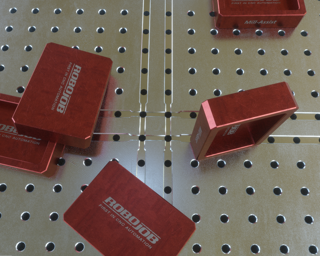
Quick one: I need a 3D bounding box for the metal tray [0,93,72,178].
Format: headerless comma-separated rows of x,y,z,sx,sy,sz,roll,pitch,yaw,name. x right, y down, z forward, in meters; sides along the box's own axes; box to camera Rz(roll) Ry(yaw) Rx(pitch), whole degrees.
-0.192,0.006,0.404,0.131,0.030,0.090,12,70,4,metal tray

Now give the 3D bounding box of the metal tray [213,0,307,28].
0.151,-0.203,0.484,0.131,0.030,0.090,-1,70,-1,metal tray

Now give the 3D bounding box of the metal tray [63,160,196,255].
-0.035,0.112,0.368,0.130,0.030,0.090,36,74,12,metal tray

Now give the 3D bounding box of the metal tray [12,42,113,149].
-0.120,-0.045,0.402,0.091,0.030,0.130,14,59,-8,metal tray

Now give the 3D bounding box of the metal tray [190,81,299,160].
0.088,-0.002,0.358,0.091,0.130,0.030,-14,71,-5,metal tray
